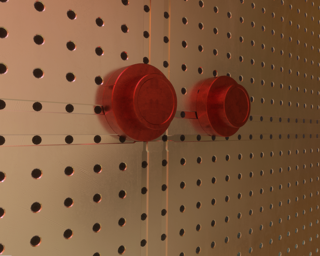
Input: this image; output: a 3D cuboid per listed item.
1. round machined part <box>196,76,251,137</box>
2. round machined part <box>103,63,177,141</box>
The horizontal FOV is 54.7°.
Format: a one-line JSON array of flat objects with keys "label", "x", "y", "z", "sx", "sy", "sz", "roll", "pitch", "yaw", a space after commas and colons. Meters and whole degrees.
[{"label": "round machined part", "x": 0.106, "y": -0.034, "z": 0.490, "sx": 0.099, "sy": 0.042, "sz": 0.097, "roll": 0, "pitch": 90, "yaw": -40}, {"label": "round machined part", "x": -0.017, "y": -0.032, "z": 0.386, "sx": 0.099, "sy": 0.042, "sz": 0.097, "roll": 0, "pitch": 90, "yaw": -40}]
